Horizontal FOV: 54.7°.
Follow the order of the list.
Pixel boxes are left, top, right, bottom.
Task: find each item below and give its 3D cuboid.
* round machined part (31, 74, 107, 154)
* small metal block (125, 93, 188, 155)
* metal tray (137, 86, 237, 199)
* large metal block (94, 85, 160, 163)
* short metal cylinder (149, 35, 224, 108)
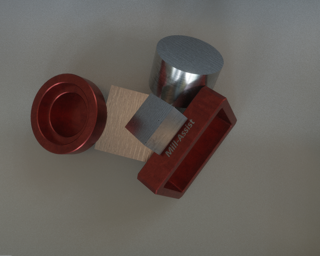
[{"bbox_3d":[-0.109,-0.016,0.388,0.098,0.042,0.097,-2,84,22],"label":"round machined part"},{"bbox_3d":[-0.005,-0.006,0.346,0.025,0.050,0.050,37,90,-39],"label":"small metal block"},{"bbox_3d":[0.038,0.023,0.377,0.030,0.090,0.130,36,89,27],"label":"metal tray"},{"bbox_3d":[-0.030,-0.003,0.397,0.080,0.050,0.080,15,90,-1],"label":"large metal block"},{"bbox_3d":[0.030,-0.069,0.376,0.080,0.080,0.050,16,134,-1],"label":"short metal cylinder"}]
